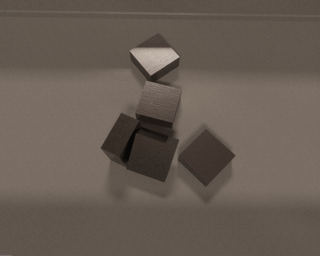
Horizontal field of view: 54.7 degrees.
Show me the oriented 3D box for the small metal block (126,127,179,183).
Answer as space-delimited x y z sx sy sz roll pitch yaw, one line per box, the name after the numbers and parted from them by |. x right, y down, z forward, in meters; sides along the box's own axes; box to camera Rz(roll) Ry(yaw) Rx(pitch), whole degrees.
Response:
-0.009 0.033 0.384 0.050 0.025 0.050 19 110 6 | small metal block

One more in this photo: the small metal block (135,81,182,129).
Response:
-0.001 -0.031 0.421 0.050 0.025 0.050 15 71 5 | small metal block

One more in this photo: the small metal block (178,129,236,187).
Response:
0.059 0.038 0.396 0.050 0.025 0.050 -43 76 -14 | small metal block

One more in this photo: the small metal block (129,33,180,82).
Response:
-0.008 -0.100 0.446 0.050 0.025 0.050 -35 74 -12 | small metal block

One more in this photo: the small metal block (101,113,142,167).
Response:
-0.045 0.017 0.389 0.025 0.050 0.050 23 72 14 | small metal block
